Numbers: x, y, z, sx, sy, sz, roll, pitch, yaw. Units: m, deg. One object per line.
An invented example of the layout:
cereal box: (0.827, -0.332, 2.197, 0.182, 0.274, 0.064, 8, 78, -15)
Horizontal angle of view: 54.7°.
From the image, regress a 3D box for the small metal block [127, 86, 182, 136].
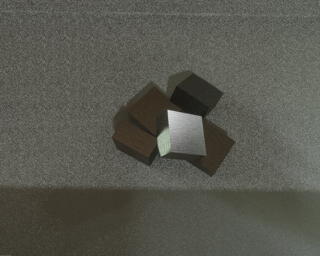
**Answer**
small metal block: (-0.007, -0.019, 0.414, 0.050, 0.025, 0.050, 42, 75, 13)

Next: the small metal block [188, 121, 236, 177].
small metal block: (0.060, 0.027, 0.399, 0.050, 0.025, 0.050, 34, 73, 11)

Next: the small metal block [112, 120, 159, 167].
small metal block: (-0.029, 0.020, 0.386, 0.050, 0.050, 0.025, 28, 73, 9)

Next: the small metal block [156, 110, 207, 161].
small metal block: (0.025, 0.010, 0.366, 0.050, 0.025, 0.050, 9, 66, -32)

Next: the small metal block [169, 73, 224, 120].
small metal block: (0.049, -0.042, 0.412, 0.050, 0.025, 0.050, 35, 41, 11)
